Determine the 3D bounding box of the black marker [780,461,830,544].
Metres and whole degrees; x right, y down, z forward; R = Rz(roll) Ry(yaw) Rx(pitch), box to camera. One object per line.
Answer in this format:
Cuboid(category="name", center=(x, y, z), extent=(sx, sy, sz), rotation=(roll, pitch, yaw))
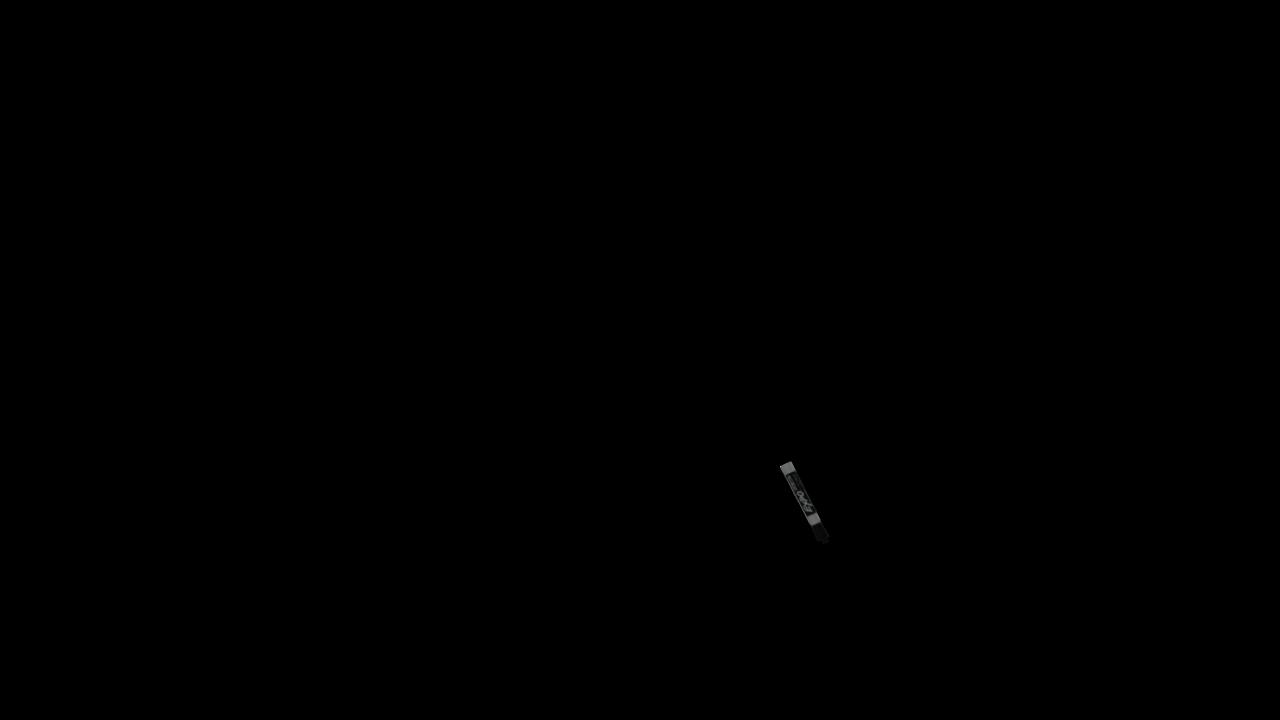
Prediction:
Cuboid(category="black marker", center=(0.236, 0.204, 0.879), extent=(0.020, 0.121, 0.020), rotation=(-22, -19, -8))
